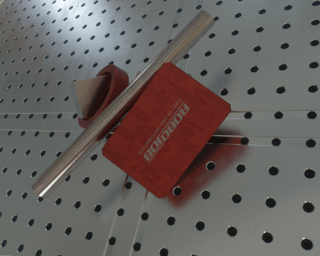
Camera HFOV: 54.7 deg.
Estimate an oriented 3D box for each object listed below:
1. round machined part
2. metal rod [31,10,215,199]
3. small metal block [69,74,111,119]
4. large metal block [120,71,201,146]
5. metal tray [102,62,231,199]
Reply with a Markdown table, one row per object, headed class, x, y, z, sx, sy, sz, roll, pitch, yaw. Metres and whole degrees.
| class | x | y | z | sx | sy | sz | roll | pitch | yaw |
| --- | --- | --- | --- | --- | --- | --- | --- | --- | --- |
| round machined part | -0.072 | -0.037 | 0.439 | 0.098 | 0.042 | 0.098 | -34 | 42 | 38 |
| metal rod | -0.042 | -0.033 | 0.384 | 0.300 | 0.025 | 0.025 | -47 | 52 | -5 |
| small metal block | -0.092 | -0.045 | 0.430 | 0.050 | 0.050 | 0.025 | -18 | 14 | -27 |
| large metal block | 0.000 | -0.025 | 0.406 | 0.080 | 0.050 | 0.080 | 9 | 66 | 32 |
| metal tray | 0.007 | 0.003 | 0.355 | 0.090 | 0.030 | 0.130 | 37 | 96 | 7 |
